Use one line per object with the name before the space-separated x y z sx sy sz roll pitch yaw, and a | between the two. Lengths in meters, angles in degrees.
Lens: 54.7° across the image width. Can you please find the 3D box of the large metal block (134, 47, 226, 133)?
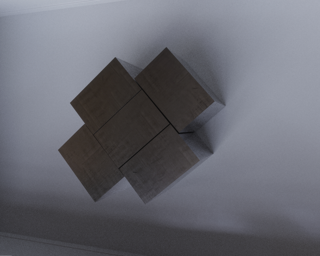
large metal block | 0.027 -0.042 0.370 0.050 0.080 0.080 -42 77 15

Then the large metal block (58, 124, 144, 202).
large metal block | -0.070 0.041 0.404 0.050 0.080 0.080 -42 77 15

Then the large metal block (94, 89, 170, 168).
large metal block | -0.020 0.001 0.387 0.080 0.080 0.050 -42 77 15

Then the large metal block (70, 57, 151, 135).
large metal block | -0.051 -0.037 0.397 0.080 0.080 0.050 -42 77 15

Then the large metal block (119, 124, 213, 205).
large metal block | 0.011 0.040 0.376 0.080 0.080 0.050 -42 77 15
